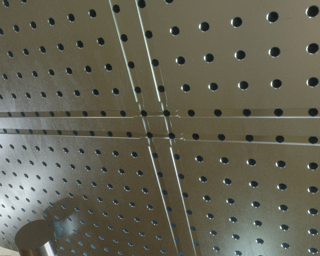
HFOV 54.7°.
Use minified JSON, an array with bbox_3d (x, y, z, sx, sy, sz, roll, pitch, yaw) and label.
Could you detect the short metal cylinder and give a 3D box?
[{"bbox_3d":[-0.263,0.245,0.666,0.080,0.080,0.050,11,123,22],"label":"short metal cylinder"}]
